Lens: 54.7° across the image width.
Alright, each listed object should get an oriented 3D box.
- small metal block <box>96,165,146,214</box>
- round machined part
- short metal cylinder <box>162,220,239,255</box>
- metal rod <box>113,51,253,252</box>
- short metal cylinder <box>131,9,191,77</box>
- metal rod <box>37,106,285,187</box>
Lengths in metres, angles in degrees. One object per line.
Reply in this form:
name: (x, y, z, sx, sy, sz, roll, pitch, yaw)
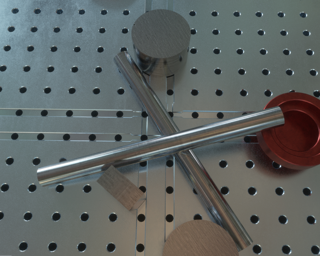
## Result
small metal block: (-0.045, 0.075, 0.371, 0.050, 0.050, 0.025, 39, 75, 13)
round machined part: (0.173, 0.006, 0.401, 0.099, 0.042, 0.098, 0, 70, 0)
short metal cylinder: (0.043, 0.145, 0.345, 0.081, 0.050, 0.080, 0, 70, 0)
metal rod: (0.021, 0.018, 0.405, 0.025, 0.025, 0.299, -29, 73, -10)
short metal cylinder: (0.002, -0.120, 0.442, 0.081, 0.050, 0.080, 0, 70, 0)
metal rod: (-0.002, 0.024, 0.379, 0.301, 0.025, 0.025, -15, 71, 4)
